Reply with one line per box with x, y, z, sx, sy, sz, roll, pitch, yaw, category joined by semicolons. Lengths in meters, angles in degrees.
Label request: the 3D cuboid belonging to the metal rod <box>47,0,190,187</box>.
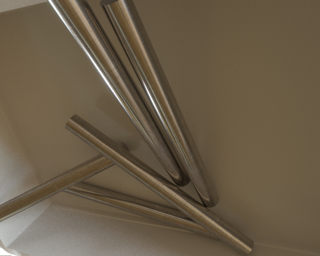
-0.022;-0.016;0.329;0.025;0.025;0.299;2;145;27;metal rod

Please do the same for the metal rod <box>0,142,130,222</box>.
-0.182;0.099;0.479;0.301;0.025;0.025;-27;105;9;metal rod

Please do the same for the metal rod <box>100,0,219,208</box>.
0.017;-0.001;0.339;0.025;0.025;0.299;-1;137;28;metal rod

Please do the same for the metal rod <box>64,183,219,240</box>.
-0.049;0.126;0.510;0.301;0.025;0.025;11;123;22;metal rod

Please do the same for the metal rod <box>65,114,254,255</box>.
-0.002;0.078;0.428;0.301;0.025;0.025;35;129;2;metal rod
